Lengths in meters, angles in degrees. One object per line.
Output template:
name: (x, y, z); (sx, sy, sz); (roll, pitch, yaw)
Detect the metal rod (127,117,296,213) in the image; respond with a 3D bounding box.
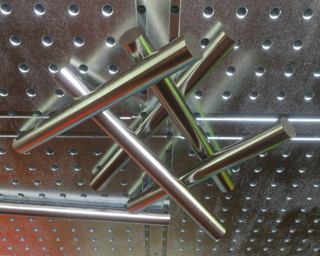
metal rod: (0.045, 0.065, 0.424); (0.025, 0.025, 0.299); (31, 137, -24)

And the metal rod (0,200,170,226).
metal rod: (-0.134, 0.146, 0.534); (0.302, 0.025, 0.025); (5, 130, -5)

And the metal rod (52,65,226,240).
metal rod: (-0.016, 0.041, 0.397); (0.025, 0.025, 0.300); (-35, 107, 26)

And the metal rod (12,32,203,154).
metal rod: (-0.083, -0.021, 0.341); (0.299, 0.025, 0.025); (-22, 129, 37)

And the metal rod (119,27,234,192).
metal rod: (0.039, 0.003, 0.387); (0.025, 0.025, 0.300); (-21, 135, 17)

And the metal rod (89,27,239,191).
metal rod: (-0.012, -0.005, 0.406); (0.025, 0.025, 0.299); (28, 125, -22)
